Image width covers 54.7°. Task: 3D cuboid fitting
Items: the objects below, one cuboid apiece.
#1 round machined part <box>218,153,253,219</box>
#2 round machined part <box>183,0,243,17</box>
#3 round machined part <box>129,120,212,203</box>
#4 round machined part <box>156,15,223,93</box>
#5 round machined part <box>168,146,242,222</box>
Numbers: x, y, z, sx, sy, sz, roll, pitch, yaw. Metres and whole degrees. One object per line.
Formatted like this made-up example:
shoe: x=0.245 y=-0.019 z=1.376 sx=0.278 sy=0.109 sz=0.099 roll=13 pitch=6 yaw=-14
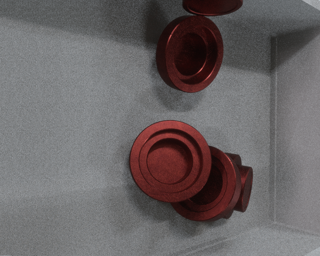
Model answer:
round machined part: x=0.111 y=0.088 z=0.466 sx=0.099 sy=0.042 sz=0.097 roll=-29 pitch=123 yaw=-58
round machined part: x=0.060 y=-0.161 z=0.355 sx=0.099 sy=0.098 sz=0.042 roll=1 pitch=90 yaw=-40
round machined part: x=0.011 y=0.042 z=0.385 sx=0.099 sy=0.042 sz=0.098 roll=1 pitch=79 yaw=-8
round machined part: x=0.035 y=-0.099 z=0.413 sx=0.099 sy=0.042 sz=0.097 roll=-14 pitch=114 yaw=-32
round machined part: x=0.061 y=0.075 z=0.413 sx=0.042 sy=0.098 sz=0.098 roll=31 pitch=70 yaw=-52
